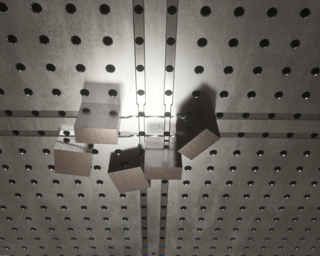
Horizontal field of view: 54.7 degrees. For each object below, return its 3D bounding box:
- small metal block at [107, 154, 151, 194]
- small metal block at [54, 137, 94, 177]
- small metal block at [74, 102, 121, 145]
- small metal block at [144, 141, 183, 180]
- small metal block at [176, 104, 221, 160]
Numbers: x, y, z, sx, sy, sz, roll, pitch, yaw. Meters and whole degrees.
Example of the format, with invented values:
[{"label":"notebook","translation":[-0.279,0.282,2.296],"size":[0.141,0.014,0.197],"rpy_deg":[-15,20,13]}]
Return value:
[{"label":"small metal block","translation":[-0.045,0.071,0.471],"size":[0.050,0.025,0.050],"rpy_deg":[-13,129,10]},{"label":"small metal block","translation":[-0.123,0.042,0.446],"size":[0.050,0.025,0.050],"rpy_deg":[8,130,-8]},{"label":"small metal block","translation":[-0.077,-0.006,0.389],"size":[0.050,0.050,0.025],"rpy_deg":[3,130,-3]},{"label":"small metal block","translation":[0.004,0.045,0.434],"size":[0.050,0.050,0.025],"rpy_deg":[1,130,-1]},{"label":"small metal block","translation":[0.048,0.005,0.400],"size":[0.025,0.050,0.050],"rpy_deg":[34,122,-25]}]
